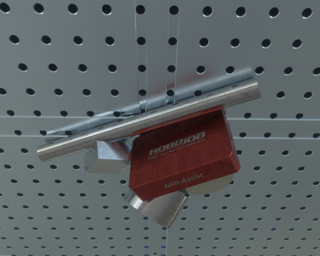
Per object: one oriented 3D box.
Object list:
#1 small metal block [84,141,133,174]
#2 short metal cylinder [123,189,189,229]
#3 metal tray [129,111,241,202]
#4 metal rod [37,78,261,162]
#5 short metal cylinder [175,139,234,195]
[{"bbox_3d":[-0.071,0.042,0.425,0.050,0.025,0.050,7,149,-31],"label":"small metal block"},{"bbox_3d":[-0.006,0.101,0.448,0.080,0.080,0.050,39,78,-29],"label":"short metal cylinder"},{"bbox_3d":[0.027,0.032,0.392,0.130,0.090,0.030,-21,127,16],"label":"metal tray"},{"bbox_3d":[-0.024,-0.006,0.402,0.301,0.025,0.025,-17,128,13],"label":"metal rod"},{"bbox_3d":[0.056,0.051,0.427,0.081,0.050,0.080,-3,139,-3],"label":"short metal cylinder"}]
